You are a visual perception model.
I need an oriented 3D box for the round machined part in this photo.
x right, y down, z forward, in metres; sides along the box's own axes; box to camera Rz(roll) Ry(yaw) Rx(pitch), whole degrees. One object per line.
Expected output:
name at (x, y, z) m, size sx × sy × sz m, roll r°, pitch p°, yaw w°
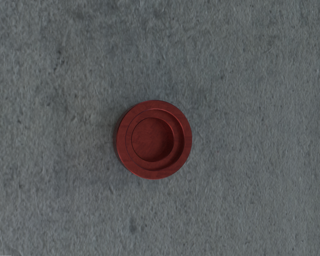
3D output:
round machined part at (-0.012, 0.014, 0.397) m, size 0.099 × 0.042 × 0.097 m, roll 0°, pitch 90°, yaw -21°
